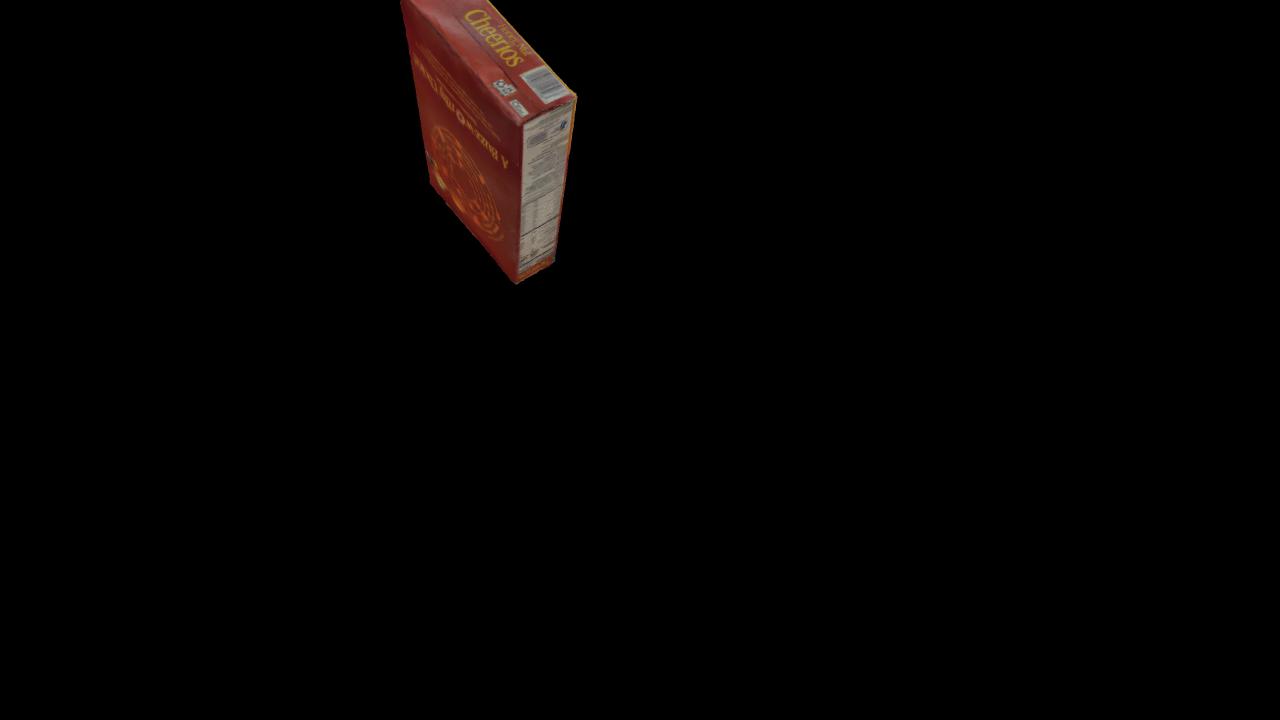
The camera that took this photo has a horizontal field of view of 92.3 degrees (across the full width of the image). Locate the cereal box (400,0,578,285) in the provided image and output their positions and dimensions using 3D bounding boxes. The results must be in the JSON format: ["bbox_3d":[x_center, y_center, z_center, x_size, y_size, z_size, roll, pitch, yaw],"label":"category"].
[{"bbox_3d":[-0.176,-0.249,0.725,0.081,0.203,0.306,-36,-12,-23],"label":"cereal box"}]
